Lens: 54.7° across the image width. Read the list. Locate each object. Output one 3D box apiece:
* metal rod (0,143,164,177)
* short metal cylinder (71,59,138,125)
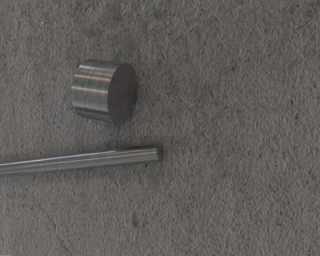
[{"bbox_3d":[-0.140,0.051,0.458,0.301,0.025,0.025,-8,88,19],"label":"metal rod"},{"bbox_3d":[-0.069,-0.048,0.404,0.050,0.080,0.079,11,94,20],"label":"short metal cylinder"}]
